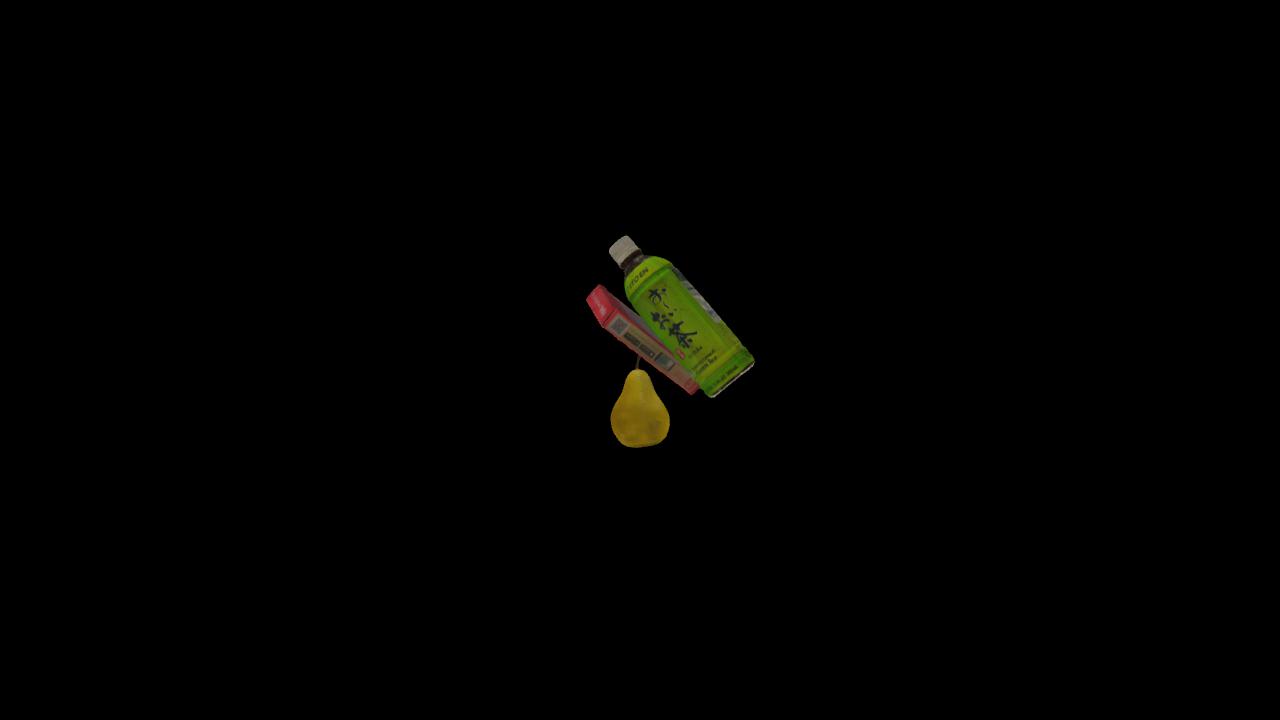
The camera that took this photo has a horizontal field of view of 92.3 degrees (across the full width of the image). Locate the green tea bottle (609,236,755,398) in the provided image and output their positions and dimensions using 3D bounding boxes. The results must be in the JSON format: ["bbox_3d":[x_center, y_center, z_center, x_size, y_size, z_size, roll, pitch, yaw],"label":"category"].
[{"bbox_3d":[0.041,-0.057,0.713,0.073,0.212,0.073,-37,-8,-6],"label":"green tea bottle"}]

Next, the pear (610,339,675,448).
[{"bbox_3d":[-0.003,0.051,0.763,0.080,0.111,0.080,-6,-14,-2],"label":"pear"}]

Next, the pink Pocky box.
[{"bbox_3d":[0.007,-0.024,0.732,0.155,0.029,0.084,37,10,-30],"label":"pink Pocky box"}]
